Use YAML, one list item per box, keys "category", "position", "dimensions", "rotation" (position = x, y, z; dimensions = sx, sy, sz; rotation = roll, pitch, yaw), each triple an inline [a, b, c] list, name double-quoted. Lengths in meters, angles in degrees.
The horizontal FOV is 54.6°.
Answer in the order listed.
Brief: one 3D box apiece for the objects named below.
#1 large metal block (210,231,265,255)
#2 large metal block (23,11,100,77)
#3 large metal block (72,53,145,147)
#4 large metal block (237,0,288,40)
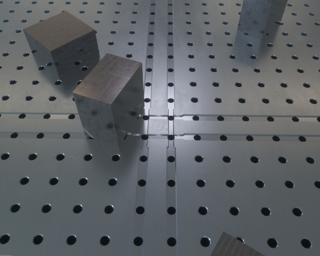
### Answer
- category: "large metal block"
  position: [0.069, 0.152, 0.264]
  dimensions: [0.080, 0.050, 0.080]
  rotation: [27, 55, 21]
- category: "large metal block"
  position: [-0.160, -0.140, 0.508]
  dimensions: [0.080, 0.050, 0.080]
  rotation: [-37, 59, -27]
- category: "large metal block"
  position: [-0.061, -0.036, 0.402]
  dimensions: [0.050, 0.080, 0.080]
  rotation: [18, 52, 15]
- category: "large metal block"
  position: [0.189, -0.220, 0.558]
  dimensions: [0.050, 0.080, 0.080]
  rotation: [32, 57, 24]
